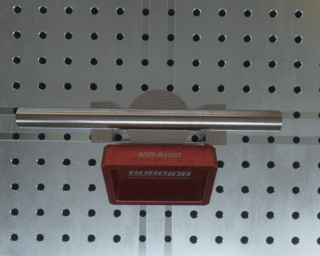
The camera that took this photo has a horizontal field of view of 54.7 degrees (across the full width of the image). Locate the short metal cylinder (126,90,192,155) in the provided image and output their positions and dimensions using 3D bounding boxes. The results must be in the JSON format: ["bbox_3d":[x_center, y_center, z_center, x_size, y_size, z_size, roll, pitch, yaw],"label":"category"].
[{"bbox_3d":[-0.002,-0.007,0.400,0.081,0.050,0.080,0,90,0],"label":"short metal cylinder"}]

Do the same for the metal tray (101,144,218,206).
[{"bbox_3d":[-0.001,0.060,0.383,0.131,0.089,0.030,0,47,0],"label":"metal tray"}]

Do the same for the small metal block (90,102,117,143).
[{"bbox_3d":[-0.071,-0.007,0.400,0.025,0.050,0.050,-1,90,0],"label":"small metal block"}]

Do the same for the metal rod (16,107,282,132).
[{"bbox_3d":[-0.012,-0.010,0.363,0.302,0.025,0.025,1,90,0],"label":"metal rod"}]

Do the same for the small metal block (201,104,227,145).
[{"bbox_3d":[0.068,-0.004,0.401,0.025,0.050,0.050,-1,90,0],"label":"small metal block"}]
